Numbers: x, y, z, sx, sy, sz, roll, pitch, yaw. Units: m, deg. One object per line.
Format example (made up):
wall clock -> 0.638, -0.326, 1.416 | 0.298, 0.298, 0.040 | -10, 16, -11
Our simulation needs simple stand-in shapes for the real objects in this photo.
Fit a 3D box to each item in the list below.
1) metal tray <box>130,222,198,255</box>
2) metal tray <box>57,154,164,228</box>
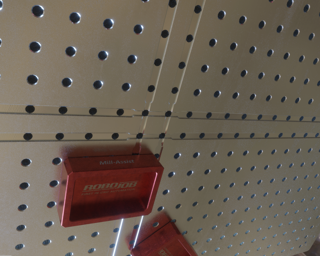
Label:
metal tray -> 0.015, 0.236, 0.564 | 0.090, 0.030, 0.130 | -34, 129, -6
metal tray -> -0.067, 0.084, 0.424 | 0.131, 0.030, 0.089 | 0, 118, -29
